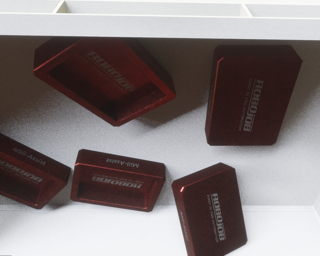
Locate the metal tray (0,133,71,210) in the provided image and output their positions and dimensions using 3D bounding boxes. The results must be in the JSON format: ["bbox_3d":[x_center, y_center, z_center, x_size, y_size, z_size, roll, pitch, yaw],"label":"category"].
[{"bbox_3d":[-0.213,0.066,0.458,0.130,0.030,0.090,33,123,-25],"label":"metal tray"}]

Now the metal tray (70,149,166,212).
[{"bbox_3d":[-0.065,0.084,0.475,0.131,0.030,0.089,11,129,-10],"label":"metal tray"}]

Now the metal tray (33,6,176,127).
[{"bbox_3d":[-0.053,-0.055,0.331,0.090,0.030,0.130,-26,145,21],"label":"metal tray"}]

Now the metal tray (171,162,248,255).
[{"bbox_3d":[0.075,0.126,0.455,0.091,0.030,0.129,-18,105,-21],"label":"metal tray"}]

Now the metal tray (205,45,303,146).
[{"bbox_3d":[0.107,-0.035,0.378,0.091,0.030,0.129,0,130,0],"label":"metal tray"}]
